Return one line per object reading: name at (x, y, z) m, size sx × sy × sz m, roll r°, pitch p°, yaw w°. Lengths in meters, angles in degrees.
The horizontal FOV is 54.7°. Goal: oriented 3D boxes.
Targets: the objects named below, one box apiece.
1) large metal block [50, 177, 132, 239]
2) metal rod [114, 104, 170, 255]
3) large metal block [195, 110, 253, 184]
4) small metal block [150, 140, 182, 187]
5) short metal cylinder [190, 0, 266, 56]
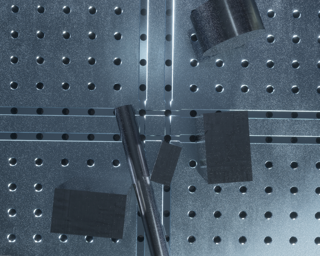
large metal block at (-0.080, 0.095, 0.385) m, size 0.081 × 0.080 × 0.050 m, roll 6°, pitch 90°, yaw -1°
metal rod at (-0.013, 0.116, 0.413) m, size 0.025 × 0.025 × 0.298 m, roll -14°, pitch 90°, yaw 0°
large metal block at (0.076, 0.021, 0.387) m, size 0.050 × 0.080 × 0.079 m, roll -4°, pitch 90°, yaw 0°
small metal block at (0.007, 0.044, 0.401) m, size 0.025 × 0.050 × 0.050 m, roll 18°, pitch 90°, yaw 0°
short metal cylinder at (0.084, -0.129, 0.387) m, size 0.080 × 0.080 × 0.050 m, roll -19°, pitch 90°, yaw 0°
